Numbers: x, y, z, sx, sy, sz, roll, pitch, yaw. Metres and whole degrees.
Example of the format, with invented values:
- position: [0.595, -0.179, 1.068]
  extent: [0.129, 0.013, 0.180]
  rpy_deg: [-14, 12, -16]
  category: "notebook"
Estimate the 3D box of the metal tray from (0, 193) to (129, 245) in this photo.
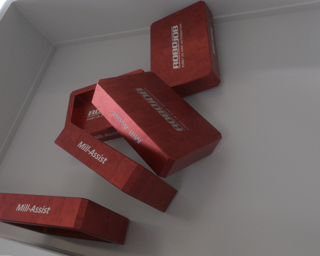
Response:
- position: [-0.114, 0.105, 0.359]
  extent: [0.130, 0.090, 0.030]
  rpy_deg: [-3, 61, 26]
  category: "metal tray"

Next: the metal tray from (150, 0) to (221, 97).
- position: [0.032, -0.108, 0.438]
  extent: [0.090, 0.030, 0.130]
  rpy_deg: [-16, 60, 27]
  category: "metal tray"

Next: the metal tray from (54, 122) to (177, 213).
- position: [-0.052, 0.045, 0.363]
  extent: [0.130, 0.090, 0.030]
  rpy_deg: [25, 78, 37]
  category: "metal tray"

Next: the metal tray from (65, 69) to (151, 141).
- position: [-0.077, -0.028, 0.460]
  extent: [0.130, 0.030, 0.090]
  rpy_deg: [-14, 56, 20]
  category: "metal tray"

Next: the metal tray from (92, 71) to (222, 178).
- position: [-0.004, -0.011, 0.355]
  extent: [0.130, 0.091, 0.030]
  rpy_deg: [45, 131, 24]
  category: "metal tray"
